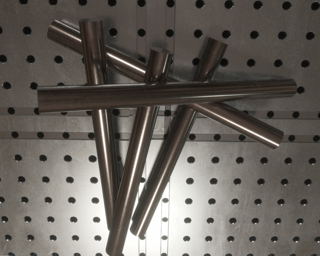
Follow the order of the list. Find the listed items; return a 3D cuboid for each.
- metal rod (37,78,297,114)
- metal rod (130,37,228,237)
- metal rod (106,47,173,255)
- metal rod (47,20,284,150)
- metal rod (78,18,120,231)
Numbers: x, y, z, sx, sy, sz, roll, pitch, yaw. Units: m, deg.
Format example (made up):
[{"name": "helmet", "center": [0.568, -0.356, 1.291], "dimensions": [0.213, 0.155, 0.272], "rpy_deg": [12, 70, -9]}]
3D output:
[{"name": "metal rod", "center": [0.029, -0.038, 0.338], "dimensions": [0.303, 0.025, 0.025], "rpy_deg": [-5, 112, -23]}, {"name": "metal rod", "center": [0.019, 0.026, 0.423], "dimensions": [0.025, 0.025, 0.298], "rpy_deg": [19, 109, -8]}, {"name": "metal rod", "center": [-0.033, 0.048, 0.393], "dimensions": [0.025, 0.025, 0.298], "rpy_deg": [13, 114, -5]}, {"name": "metal rod", "center": [0.008, -0.051, 0.373], "dimensions": [0.301, 0.025, 0.025], "rpy_deg": [26, 108, -1]}, {"name": "metal rod", "center": [-0.070, 0.017, 0.397], "dimensions": [0.025, 0.025, 0.298], "rpy_deg": [-1, 118, 0]}]
